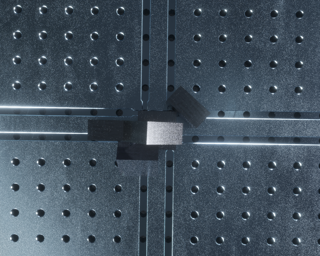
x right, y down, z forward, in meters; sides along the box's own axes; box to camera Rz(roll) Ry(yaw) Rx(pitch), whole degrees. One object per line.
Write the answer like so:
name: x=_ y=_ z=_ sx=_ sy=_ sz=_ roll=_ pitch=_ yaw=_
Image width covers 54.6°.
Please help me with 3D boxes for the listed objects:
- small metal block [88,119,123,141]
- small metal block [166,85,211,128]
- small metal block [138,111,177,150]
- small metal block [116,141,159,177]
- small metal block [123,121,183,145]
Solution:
small metal block: x=-0.062 y=0.002 z=0.400 sx=0.050 sy=0.050 sz=0.025 roll=2 pitch=91 yaw=1
small metal block: x=0.035 y=-0.026 z=0.401 sx=0.050 sy=0.050 sz=0.025 roll=43 pitch=90 yaw=0
small metal block: x=-0.004 y=0.003 z=0.413 sx=0.050 sy=0.025 sz=0.050 roll=2 pitch=90 yaw=-1
small metal block: x=-0.027 y=0.041 z=0.398 sx=0.050 sy=0.050 sz=0.025 roll=1 pitch=59 yaw=0
small metal block: x=-0.009 y=0.005 z=0.366 sx=0.050 sy=0.050 sz=0.025 roll=2 pitch=91 yaw=-37
